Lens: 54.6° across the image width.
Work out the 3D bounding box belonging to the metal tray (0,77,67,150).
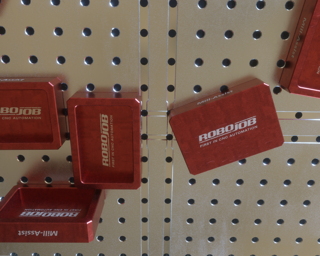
[{"bbox_3d":[-0.194,-0.018,0.402,0.131,0.030,0.089,0,110,0],"label":"metal tray"}]

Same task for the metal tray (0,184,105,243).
[{"bbox_3d":[-0.148,0.112,0.418,0.131,0.090,0.030,0,110,0],"label":"metal tray"}]

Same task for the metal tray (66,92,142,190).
[{"bbox_3d":[-0.071,0.019,0.416,0.090,0.030,0.129,1,110,-1],"label":"metal tray"}]

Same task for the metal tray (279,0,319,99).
[{"bbox_3d":[0.211,-0.100,0.375,0.090,0.030,0.129,10,110,-4],"label":"metal tray"}]

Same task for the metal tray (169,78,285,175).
[{"bbox_3d":[0.087,0.000,0.411,0.130,0.030,0.090,-20,109,7],"label":"metal tray"}]
